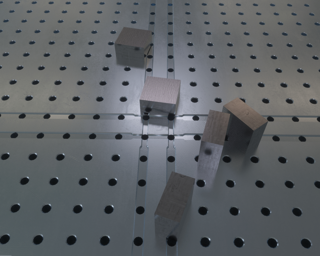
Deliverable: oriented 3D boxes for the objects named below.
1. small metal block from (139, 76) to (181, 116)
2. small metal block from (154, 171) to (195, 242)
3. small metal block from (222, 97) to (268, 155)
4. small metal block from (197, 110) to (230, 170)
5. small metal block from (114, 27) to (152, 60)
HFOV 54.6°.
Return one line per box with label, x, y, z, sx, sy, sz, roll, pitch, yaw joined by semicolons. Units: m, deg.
small metal block;0.001;-0.047;0.447;0.050;0.025;0.050;8;50;6
small metal block;0.015;0.082;0.323;0.025;0.050;0.050;16;52;13
small metal block;0.103;-0.002;0.394;0.025;0.050;0.050;-30;56;-22
small metal block;0.066;0.014;0.380;0.025;0.050;0.050;13;51;11
small metal block;-0.044;-0.145;0.529;0.050;0.025;0.050;11;51;9
